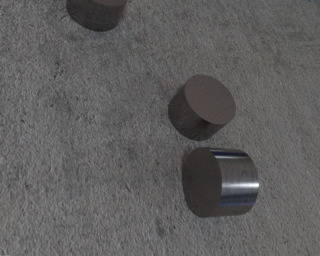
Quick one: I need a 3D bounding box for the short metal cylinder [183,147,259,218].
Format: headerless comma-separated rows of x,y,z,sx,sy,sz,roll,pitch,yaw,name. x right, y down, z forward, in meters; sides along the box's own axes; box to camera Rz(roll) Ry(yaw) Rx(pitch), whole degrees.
0.069,0.064,0.367,0.050,0.080,0.080,5,60,-26,short metal cylinder

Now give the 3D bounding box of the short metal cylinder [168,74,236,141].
0.059,-0.028,0.436,0.081,0.050,0.080,14,56,-21,short metal cylinder

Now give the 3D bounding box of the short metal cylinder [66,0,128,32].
-0.092,-0.189,0.454,0.081,0.050,0.080,14,56,-21,short metal cylinder
